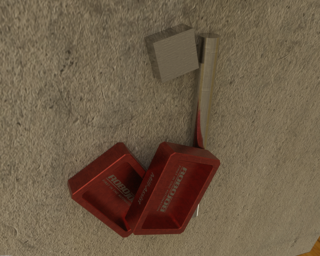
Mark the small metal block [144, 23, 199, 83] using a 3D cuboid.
[{"bbox_3d":[0.015,-0.088,0.362,0.050,0.025,0.050,-24,128,-14],"label":"small metal block"}]

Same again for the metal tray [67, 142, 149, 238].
[{"bbox_3d":[-0.052,0.090,0.432,0.090,0.030,0.130,-38,130,-3],"label":"metal tray"}]

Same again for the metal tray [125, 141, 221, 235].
[{"bbox_3d":[0.018,0.087,0.430,0.091,0.030,0.129,13,109,-36],"label":"metal tray"}]

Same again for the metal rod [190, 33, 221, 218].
[{"bbox_3d":[0.057,0.016,0.449,0.025,0.025,0.298,-13,124,-22],"label":"metal rod"}]
